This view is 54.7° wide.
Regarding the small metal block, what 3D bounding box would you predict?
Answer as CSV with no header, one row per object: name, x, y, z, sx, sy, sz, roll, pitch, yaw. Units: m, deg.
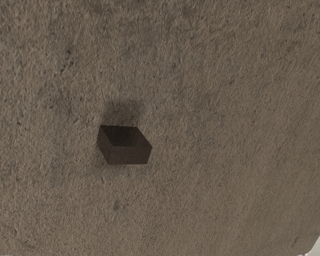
small metal block,-0.045,0.020,0.380,0.050,0.050,0.025,3,117,-30
